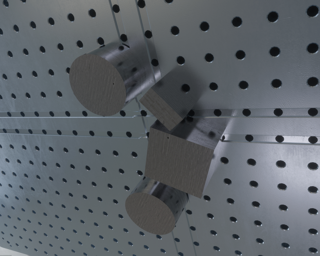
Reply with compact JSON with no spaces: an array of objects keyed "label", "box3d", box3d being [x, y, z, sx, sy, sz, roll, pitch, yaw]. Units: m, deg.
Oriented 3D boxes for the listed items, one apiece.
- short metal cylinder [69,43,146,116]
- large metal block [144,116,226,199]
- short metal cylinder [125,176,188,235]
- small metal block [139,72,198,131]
[{"label":"short metal cylinder","box3d":[-0.066,-0.062,0.391,0.080,0.050,0.079,13,124,20]},{"label":"large metal block","box3d":[0.030,0.032,0.399,0.080,0.050,0.079,19,126,16]},{"label":"short metal cylinder","box3d":[-0.005,0.113,0.468,0.080,0.050,0.079,13,124,21]},{"label":"small metal block","box3d":[0.011,-0.032,0.369,0.050,0.050,0.025,44,129,-3]}]
